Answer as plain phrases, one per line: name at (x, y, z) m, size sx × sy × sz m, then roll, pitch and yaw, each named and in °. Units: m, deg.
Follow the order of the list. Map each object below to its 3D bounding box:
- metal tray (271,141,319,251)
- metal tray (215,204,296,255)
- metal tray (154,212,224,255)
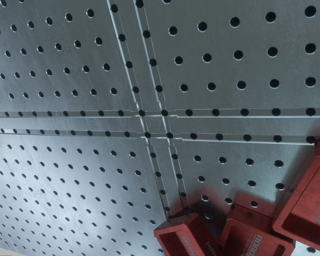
metal tray at (0.197, 0.087, 0.357) m, size 0.090 × 0.030 × 0.129 m, roll 22°, pitch 127°, yaw 14°
metal tray at (0.130, 0.179, 0.449) m, size 0.090 × 0.030 × 0.129 m, roll 19°, pitch 126°, yaw 16°
metal tray at (0.054, 0.199, 0.469) m, size 0.090 × 0.030 × 0.130 m, roll -36°, pitch 84°, yaw 49°
